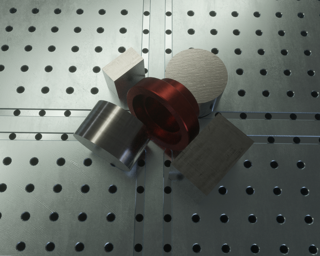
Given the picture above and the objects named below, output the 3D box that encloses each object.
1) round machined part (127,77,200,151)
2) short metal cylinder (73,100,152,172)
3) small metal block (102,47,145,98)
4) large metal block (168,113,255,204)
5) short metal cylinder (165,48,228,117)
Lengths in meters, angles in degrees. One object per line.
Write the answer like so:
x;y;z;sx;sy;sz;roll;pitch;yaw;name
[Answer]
0.009;-0.022;0.381;0.098;0.098;0.042;39;62;12;round machined part
-0.057;0.010;0.378;0.080;0.080;0.050;29;73;10;short metal cylinder
-0.048;-0.075;0.425;0.050;0.050;0.025;-40;75;-13;small metal block
0.057;0.040;0.369;0.050;0.080;0.080;42;75;13;large metal block
0.047;-0.060;0.420;0.081;0.050;0.080;0;70;0;short metal cylinder
